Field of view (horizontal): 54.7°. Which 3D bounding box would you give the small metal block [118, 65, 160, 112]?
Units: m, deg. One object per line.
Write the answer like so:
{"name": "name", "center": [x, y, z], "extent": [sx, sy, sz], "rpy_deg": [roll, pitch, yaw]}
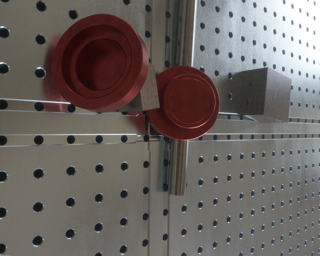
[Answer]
{"name": "small metal block", "center": [-0.029, -0.046, 0.368], "extent": [0.025, 0.050, 0.050], "rpy_deg": [-14, 99, -39]}

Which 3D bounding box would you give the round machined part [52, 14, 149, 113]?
{"name": "round machined part", "center": [-0.058, -0.064, 0.325], "extent": [0.042, 0.098, 0.097], "rpy_deg": [26, 70, -73]}

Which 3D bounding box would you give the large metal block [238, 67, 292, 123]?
{"name": "large metal block", "center": [0.187, -0.055, 0.550], "extent": [0.081, 0.050, 0.080], "rpy_deg": [12, 83, -40]}

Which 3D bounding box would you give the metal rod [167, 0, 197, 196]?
{"name": "metal rod", "center": [0.033, -0.058, 0.436], "extent": [0.025, 0.025, 0.298], "rpy_deg": [6, 86, -40]}

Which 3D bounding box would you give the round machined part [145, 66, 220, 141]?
{"name": "round machined part", "center": [0.032, -0.032, 0.400], "extent": [0.099, 0.042, 0.097], "rpy_deg": [0, 88, -13]}
